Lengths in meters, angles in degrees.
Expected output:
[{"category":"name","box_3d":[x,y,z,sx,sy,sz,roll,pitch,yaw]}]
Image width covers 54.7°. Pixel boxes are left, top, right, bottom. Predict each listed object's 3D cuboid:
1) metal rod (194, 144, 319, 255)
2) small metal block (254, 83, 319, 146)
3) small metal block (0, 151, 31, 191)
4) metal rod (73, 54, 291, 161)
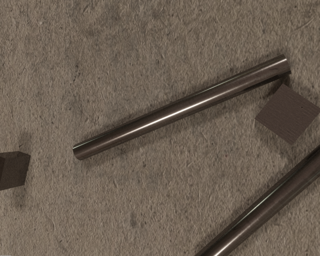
[{"category":"metal rod","box_3d":[0.148,0.069,0.356,0.025,0.025,0.299,46,104,14]},{"category":"small metal block","box_3d":[0.146,-0.015,0.357,0.050,0.025,0.050,39,102,15]},{"category":"small metal block","box_3d":[-0.232,0.065,0.475,0.025,0.050,0.050,16,95,19]},{"category":"metal rod","box_3d":[0.014,-0.019,0.403,0.300,0.025,0.025,-22,83,18]}]
